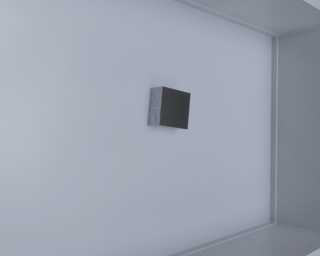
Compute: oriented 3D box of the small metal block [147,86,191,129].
[{"bbox_3d":[0.013,-0.026,0.416,0.050,0.025,0.050,8,85,-40],"label":"small metal block"}]
